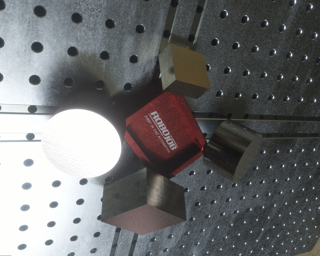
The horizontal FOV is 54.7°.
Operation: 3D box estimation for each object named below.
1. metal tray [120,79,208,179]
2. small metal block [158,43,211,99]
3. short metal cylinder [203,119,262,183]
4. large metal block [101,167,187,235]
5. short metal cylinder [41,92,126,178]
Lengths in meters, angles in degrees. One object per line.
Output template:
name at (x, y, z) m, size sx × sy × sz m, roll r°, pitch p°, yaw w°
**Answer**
metal tray at (0.004, 0.008, 0.414) m, size 0.090 × 0.030 × 0.130 m, roll -36°, pitch 129°, yaw -5°
small metal block at (0.029, -0.066, 0.366) m, size 0.050 × 0.050 × 0.025 m, roll 9°, pitch 151°, yaw -32°
short metal cylinder at (0.107, 0.033, 0.454) m, size 0.080 × 0.050 × 0.079 m, roll -39°, pitch 145°, yaw -34°
large metal block at (-0.022, 0.104, 0.425) m, size 0.080 × 0.050 × 0.080 m, roll -28°, pitch 136°, yaw 29°
short metal cylinder at (-0.080, 0.007, 0.336) m, size 0.081 × 0.050 × 0.079 m, roll 0°, pitch 116°, yaw 0°
